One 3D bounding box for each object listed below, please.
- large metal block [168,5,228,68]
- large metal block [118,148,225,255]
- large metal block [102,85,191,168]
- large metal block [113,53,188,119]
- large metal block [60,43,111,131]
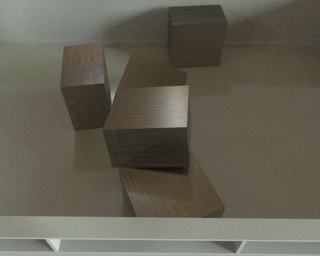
[{"bbox_3d":[0.056,-0.144,0.491,0.081,0.080,0.050,-4,50,-4],"label":"large metal block"},{"bbox_3d":[0.009,0.075,0.326,0.081,0.050,0.080,-18,53,-15],"label":"large metal block"},{"bbox_3d":[-0.008,-0.003,0.335,0.080,0.050,0.080,-2,36,8],"label":"large metal block"},{"bbox_3d":[-0.014,-0.044,0.412,0.080,0.050,0.080,18,50,-7],"label":"large metal block"},{"bbox_3d":[-0.096,-0.054,0.414,0.050,0.080,0.080,-6,50,-5],"label":"large metal block"}]
